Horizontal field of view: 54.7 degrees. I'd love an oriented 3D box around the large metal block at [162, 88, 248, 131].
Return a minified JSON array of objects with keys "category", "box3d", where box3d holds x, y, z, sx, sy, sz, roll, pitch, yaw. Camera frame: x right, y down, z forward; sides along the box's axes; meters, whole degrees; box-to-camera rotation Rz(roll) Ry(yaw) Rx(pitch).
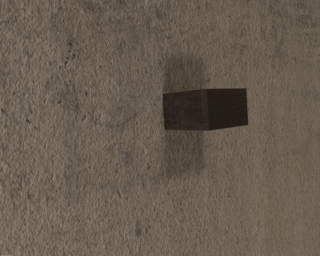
[{"category":"large metal block","box3d":[0.062,-0.025,0.423,0.081,0.080,0.050,-7,95,-40]}]
